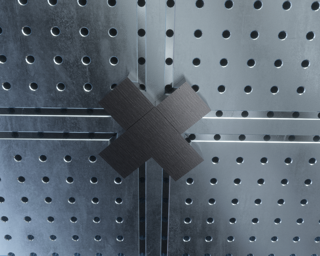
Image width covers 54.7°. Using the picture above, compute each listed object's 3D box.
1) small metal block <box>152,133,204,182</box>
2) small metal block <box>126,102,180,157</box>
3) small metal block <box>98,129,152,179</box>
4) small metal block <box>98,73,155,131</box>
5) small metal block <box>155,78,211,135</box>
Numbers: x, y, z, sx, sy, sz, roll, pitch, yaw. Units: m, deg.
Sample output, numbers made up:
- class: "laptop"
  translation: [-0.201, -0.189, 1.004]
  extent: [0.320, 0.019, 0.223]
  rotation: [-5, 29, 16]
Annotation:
- class: "small metal block"
  translation: [0.024, 0.037, 0.427]
  extent: [0.050, 0.025, 0.050]
  rotation: [-39, 106, 13]
- class: "small metal block"
  translation: [-0.009, 0.002, 0.413]
  extent: [0.050, 0.025, 0.050]
  rotation: [-39, 106, 13]
- class: "small metal block"
  translation: [-0.047, 0.033, 0.425]
  extent: [0.050, 0.025, 0.050]
  rotation: [-39, 106, 13]
- class: "small metal block"
  translation: [-0.042, -0.034, 0.400]
  extent: [0.050, 0.025, 0.050]
  rotation: [-39, 106, 13]
- class: "small metal block"
  translation: [0.030, -0.029, 0.403]
  extent: [0.050, 0.025, 0.050]
  rotation: [-39, 106, 13]
